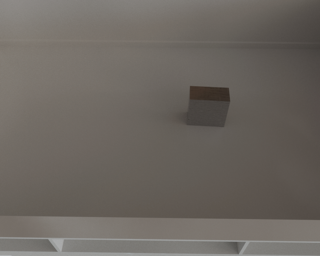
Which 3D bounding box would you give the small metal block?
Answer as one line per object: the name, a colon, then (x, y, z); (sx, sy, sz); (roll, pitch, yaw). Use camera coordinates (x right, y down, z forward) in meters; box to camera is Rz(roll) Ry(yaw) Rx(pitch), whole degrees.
small metal block: (0.063, -0.028, 0.413); (0.050, 0.050, 0.025); (3, 50, 2)
